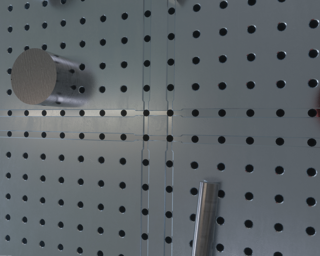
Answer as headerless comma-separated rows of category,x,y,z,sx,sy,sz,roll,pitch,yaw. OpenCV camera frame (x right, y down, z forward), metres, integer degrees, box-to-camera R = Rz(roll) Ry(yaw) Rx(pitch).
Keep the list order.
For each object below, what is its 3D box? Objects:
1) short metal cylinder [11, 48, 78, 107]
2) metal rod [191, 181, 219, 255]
short metal cylinder,-0.170,-0.073,0.459,0.080,0.050,0.080,0,90,20
metal rod,0.044,0.217,0.379,0.025,0.025,0.298,5,85,20
